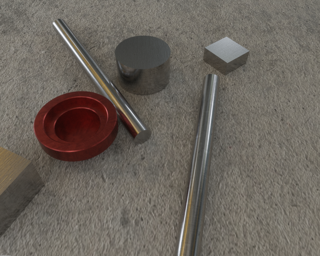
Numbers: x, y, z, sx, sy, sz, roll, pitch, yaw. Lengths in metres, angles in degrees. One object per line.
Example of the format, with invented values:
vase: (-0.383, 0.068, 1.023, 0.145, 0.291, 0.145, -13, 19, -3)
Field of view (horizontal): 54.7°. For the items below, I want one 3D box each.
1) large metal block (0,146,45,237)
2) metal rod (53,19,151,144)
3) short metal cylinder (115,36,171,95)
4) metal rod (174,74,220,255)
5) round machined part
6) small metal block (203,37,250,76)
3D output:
large metal block: (-0.188, 0.064, 0.331, 0.080, 0.050, 0.080, 21, 53, 16)
metal rod: (-0.101, -0.086, 0.474, 0.025, 0.025, 0.300, -25, 55, -20)
short metal cylinder: (-0.025, -0.095, 0.466, 0.081, 0.050, 0.080, 0, 50, 0)
metal rod: (0.048, 0.041, 0.369, 0.025, 0.025, 0.300, 9, 50, 7)
round machined part: (-0.101, 0.002, 0.389, 0.099, 0.042, 0.098, 0, 50, 0)
small metal block: (0.107, -0.118, 0.504, 0.050, 0.025, 0.050, -31, 57, -24)
